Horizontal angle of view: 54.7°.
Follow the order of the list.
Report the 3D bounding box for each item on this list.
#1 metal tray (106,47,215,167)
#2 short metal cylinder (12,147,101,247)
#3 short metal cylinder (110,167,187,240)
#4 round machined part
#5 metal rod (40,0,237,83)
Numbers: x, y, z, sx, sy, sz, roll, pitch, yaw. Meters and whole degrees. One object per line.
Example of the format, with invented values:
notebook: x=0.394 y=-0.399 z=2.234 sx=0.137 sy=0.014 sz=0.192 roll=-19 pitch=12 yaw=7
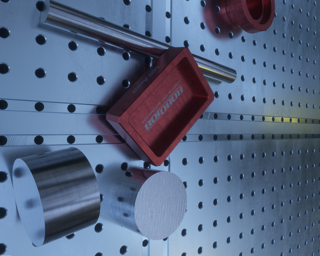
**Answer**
metal tray: x=0.006 y=-0.028 z=0.392 sx=0.130 sy=0.030 sz=0.090 roll=-50 pitch=126 yaw=-19
short metal cylinder: x=-0.099 y=0.062 z=0.291 sx=0.050 sy=0.080 sz=0.079 roll=-12 pitch=98 yaw=-39
short metal cylinder: x=-0.013 y=0.090 z=0.382 sx=0.081 sy=0.050 sz=0.080 roll=0 pitch=90 yaw=-40
round machined part: x=0.149 y=-0.208 z=0.522 sx=0.099 sy=0.042 sz=0.097 roll=0 pitch=90 yaw=-40
metal rod: x=0.000 y=-0.101 z=0.408 sx=0.302 sy=0.025 sz=0.025 roll=8 pitch=85 yaw=-40
